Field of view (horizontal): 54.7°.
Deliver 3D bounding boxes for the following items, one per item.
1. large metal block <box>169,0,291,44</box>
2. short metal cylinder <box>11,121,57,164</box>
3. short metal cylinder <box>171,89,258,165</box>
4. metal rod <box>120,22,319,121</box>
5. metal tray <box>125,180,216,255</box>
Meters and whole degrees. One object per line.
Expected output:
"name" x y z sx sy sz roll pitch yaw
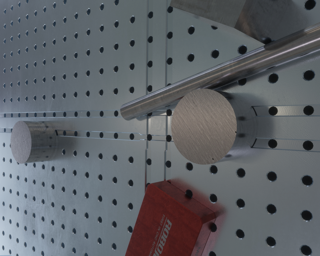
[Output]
"large metal block" 0.072 -0.127 0.314 0.080 0.081 0.050 34 111 34
"short metal cylinder" -0.242 0.026 0.593 0.080 0.050 0.079 0 90 40
"short metal cylinder" 0.060 -0.002 0.344 0.080 0.050 0.079 0 90 40
"metal rod" 0.064 -0.058 0.356 0.300 0.025 0.025 -18 79 38
"metal tray" 0.008 0.146 0.400 0.090 0.030 0.129 28 108 36
